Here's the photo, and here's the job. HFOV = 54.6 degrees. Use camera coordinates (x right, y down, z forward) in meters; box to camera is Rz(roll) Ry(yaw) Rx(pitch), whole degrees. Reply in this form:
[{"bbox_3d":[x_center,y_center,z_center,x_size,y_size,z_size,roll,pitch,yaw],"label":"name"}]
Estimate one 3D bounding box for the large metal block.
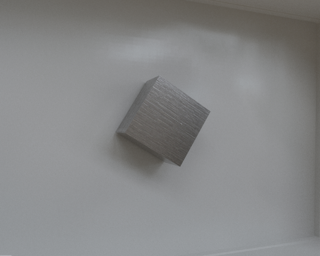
[{"bbox_3d":[0.003,-0.008,0.395,0.080,0.050,0.080,33,79,-17],"label":"large metal block"}]
